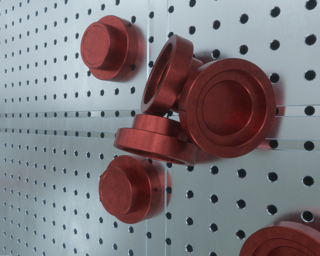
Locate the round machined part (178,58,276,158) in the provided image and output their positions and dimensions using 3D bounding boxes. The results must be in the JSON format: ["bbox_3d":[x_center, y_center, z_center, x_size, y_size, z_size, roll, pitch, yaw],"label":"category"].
[{"bbox_3d":[0.065,-0.021,0.320,0.042,0.099,0.097,-154,70,-72],"label":"round machined part"}]

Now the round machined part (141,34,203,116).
[{"bbox_3d":[0.016,-0.055,0.365,0.097,0.042,0.098,-59,18,32],"label":"round machined part"}]

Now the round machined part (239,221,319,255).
[{"bbox_3d":[0.128,0.137,0.293,0.098,0.042,0.097,0,90,40],"label":"round machined part"}]

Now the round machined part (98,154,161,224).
[{"bbox_3d":[-0.050,0.087,0.441,0.098,0.042,0.097,0,90,40],"label":"round machined part"}]

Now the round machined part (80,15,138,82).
[{"bbox_3d":[-0.083,-0.121,0.468,0.098,0.042,0.097,0,90,40],"label":"round machined part"}]

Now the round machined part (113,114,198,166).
[{"bbox_3d":[-0.002,0.013,0.368,0.098,0.098,0.042,5,77,40],"label":"round machined part"}]
